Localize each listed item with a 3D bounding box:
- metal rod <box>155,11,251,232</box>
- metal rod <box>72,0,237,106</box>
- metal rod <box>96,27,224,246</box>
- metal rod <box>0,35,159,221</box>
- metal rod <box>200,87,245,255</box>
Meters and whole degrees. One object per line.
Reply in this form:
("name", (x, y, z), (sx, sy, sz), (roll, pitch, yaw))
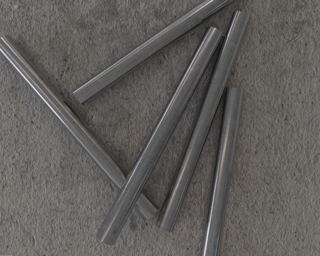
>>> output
("metal rod", (0.057, -0.008, 0.410), (0.025, 0.025, 0.299), (20, 90, 0))
("metal rod", (0.016, -0.125, 0.409), (0.301, 0.025, 0.025), (-35, 90, 0))
("metal rod", (0.003, 0.005, 0.393), (0.025, 0.025, 0.299), (28, 83, 0))
("metal rod", (-0.109, 0.000, 0.408), (0.025, 0.025, 0.300), (-41, 90, 0))
("metal rod", (0.077, 0.096, 0.410), (0.025, 0.025, 0.298), (9, 90, 0))
